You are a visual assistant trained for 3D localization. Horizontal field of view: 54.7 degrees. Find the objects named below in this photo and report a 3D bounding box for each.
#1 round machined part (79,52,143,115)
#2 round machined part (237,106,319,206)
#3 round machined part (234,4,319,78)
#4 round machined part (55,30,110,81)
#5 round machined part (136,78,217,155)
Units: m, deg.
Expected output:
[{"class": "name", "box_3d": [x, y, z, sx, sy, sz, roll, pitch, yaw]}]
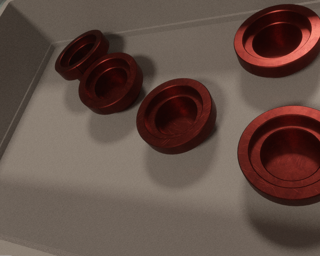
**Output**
[{"class": "round machined part", "box_3d": [-0.069, -0.062, 0.465, 0.098, 0.042, 0.098, -11, 59, 20]}, {"class": "round machined part", "box_3d": [0.131, 0.030, 0.308, 0.098, 0.042, 0.098, -13, 56, 20]}, {"class": "round machined part", "box_3d": [0.144, -0.101, 0.380, 0.098, 0.042, 0.098, -13, 56, 20]}, {"class": "round machined part", "box_3d": [-0.125, -0.116, 0.522, 0.098, 0.042, 0.098, -20, 45, 22]}, {"class": "round machined part", "box_3d": [0.023, -0.011, 0.388, 0.098, 0.042, 0.098, -13, 56, 20]}]
